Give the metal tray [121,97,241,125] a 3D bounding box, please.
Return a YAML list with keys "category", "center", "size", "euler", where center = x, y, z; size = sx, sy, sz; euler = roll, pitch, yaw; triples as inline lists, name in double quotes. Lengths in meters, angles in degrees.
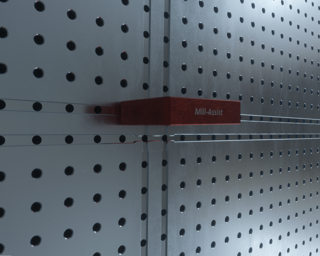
- category: "metal tray"
  center: [0.028, -0.019, 0.392]
  size: [0.131, 0.090, 0.030]
  euler: [-1, 91, -40]
